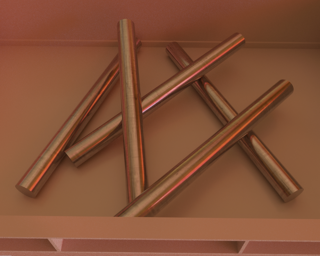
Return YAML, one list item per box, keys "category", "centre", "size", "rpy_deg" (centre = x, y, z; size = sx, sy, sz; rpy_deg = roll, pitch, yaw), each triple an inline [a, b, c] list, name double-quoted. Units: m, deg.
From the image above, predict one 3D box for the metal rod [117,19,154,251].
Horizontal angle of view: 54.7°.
- category: "metal rod"
  centre: [-0.033, -0.013, 0.373]
  size: [0.025, 0.025, 0.299]
  rpy_deg: [-5, 63, -4]

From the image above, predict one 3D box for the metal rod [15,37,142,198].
- category: "metal rod"
  centre: [-0.096, -0.037, 0.434]
  size: [0.025, 0.025, 0.301]
  rpy_deg: [16, 52, 13]

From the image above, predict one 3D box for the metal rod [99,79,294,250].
- category: "metal rod"
  centre: [0.062, 0.022, 0.350]
  size: [0.302, 0.025, 0.025]
  rpy_deg: [-35, 59, -28]

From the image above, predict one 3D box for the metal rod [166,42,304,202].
- category: "metal rod"
  centre: [0.084, -0.029, 0.429]
  size: [0.025, 0.025, 0.300]
  rpy_deg: [-20, 53, -16]

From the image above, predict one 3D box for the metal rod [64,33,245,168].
- category: "metal rod"
  centre: [0.006, -0.048, 0.422]
  size: [0.301, 0.025, 0.025]
  rpy_deg: [-37, 59, -19]
